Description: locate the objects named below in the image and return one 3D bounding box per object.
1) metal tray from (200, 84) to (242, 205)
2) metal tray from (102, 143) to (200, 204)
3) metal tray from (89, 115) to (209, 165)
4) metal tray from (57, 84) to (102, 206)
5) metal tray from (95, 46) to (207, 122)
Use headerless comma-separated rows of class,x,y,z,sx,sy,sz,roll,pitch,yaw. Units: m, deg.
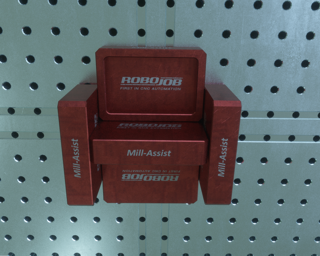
metal tray,0.069,0.018,0.386,0.030,0.090,0.129,1,110,-1
metal tray,-0.013,0.059,0.431,0.131,0.030,0.089,1,110,-1
metal tray,-0.012,0.012,0.381,0.131,0.090,0.030,1,110,-1
metal tray,-0.093,0.018,0.383,0.030,0.090,0.129,1,110,-1
metal tray,-0.011,-0.055,0.390,0.131,0.030,0.089,1,110,-1
